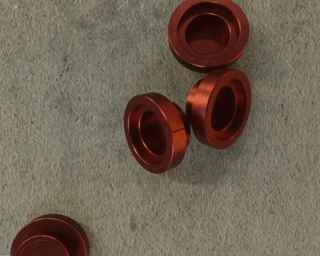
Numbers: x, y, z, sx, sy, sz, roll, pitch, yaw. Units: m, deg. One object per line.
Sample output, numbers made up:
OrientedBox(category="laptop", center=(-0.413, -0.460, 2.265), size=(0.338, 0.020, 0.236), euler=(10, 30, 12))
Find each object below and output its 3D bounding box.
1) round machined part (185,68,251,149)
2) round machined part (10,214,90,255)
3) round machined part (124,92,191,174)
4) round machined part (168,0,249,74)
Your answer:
OrientedBox(category="round machined part", center=(0.069, -0.026, 0.384), size=(0.042, 0.099, 0.098), euler=(18, 90, 42))
OrientedBox(category="round machined part", center=(-0.145, 0.165, 0.400), size=(0.099, 0.042, 0.097), euler=(0, 90, 0))
OrientedBox(category="round machined part", center=(0.000, 0.004, 0.383), size=(0.042, 0.098, 0.097), euler=(-17, 90, -36))
OrientedBox(category="round machined part", center=(0.060, -0.115, 0.395), size=(0.099, 0.042, 0.098), euler=(0, 78, 2))
